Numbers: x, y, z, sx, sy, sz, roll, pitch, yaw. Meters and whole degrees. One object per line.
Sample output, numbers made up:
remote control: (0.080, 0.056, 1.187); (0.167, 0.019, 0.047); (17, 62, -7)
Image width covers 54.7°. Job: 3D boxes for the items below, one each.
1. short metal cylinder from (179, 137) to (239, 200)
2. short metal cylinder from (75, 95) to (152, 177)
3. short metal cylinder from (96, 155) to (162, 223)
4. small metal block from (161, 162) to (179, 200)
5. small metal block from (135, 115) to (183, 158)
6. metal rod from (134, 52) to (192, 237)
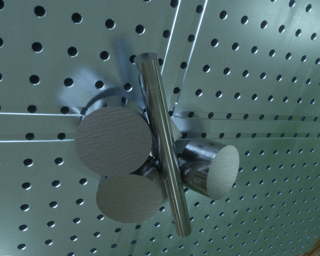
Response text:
short metal cylinder: (0.071, 0.057, 0.448); (0.081, 0.050, 0.079); (-18, 115, -43)
short metal cylinder: (-0.051, 0.008, 0.349); (0.081, 0.050, 0.079); (-2, 109, -6)
short metal cylinder: (-0.038, 0.075, 0.399); (0.081, 0.050, 0.079); (-1, 120, -2)
small metal block: (0.010, 0.071, 0.456); (0.050, 0.025, 0.050); (-35, 129, -5)
small metal block: (-0.006, 0.004, 0.406); (0.050, 0.025, 0.050); (-37, 129, -4)
metal rod: (0.012, 0.045, 0.408); (0.025, 0.025, 0.298); (-23, 127, -14)
